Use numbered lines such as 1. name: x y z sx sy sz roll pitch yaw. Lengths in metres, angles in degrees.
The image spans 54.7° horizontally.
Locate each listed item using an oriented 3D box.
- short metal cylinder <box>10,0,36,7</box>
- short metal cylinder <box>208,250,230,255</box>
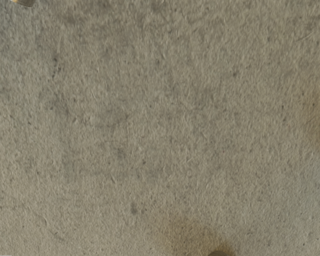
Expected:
1. short metal cylinder: -0.157 -0.170 0.316 0.080 0.080 0.050 33 106 -12
2. short metal cylinder: 0.097 0.236 0.469 0.050 0.080 0.080 35 106 -12
